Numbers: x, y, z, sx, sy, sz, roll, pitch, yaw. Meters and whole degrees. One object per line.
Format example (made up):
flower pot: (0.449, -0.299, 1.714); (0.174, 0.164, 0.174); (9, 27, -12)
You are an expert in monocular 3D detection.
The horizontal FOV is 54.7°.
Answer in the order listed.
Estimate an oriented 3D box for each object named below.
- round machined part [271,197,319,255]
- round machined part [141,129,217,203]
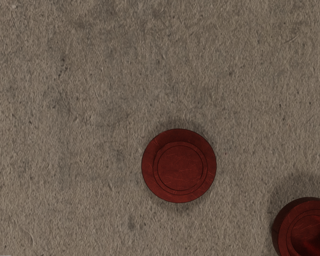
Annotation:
round machined part: (0.194, 0.138, 0.404); (0.099, 0.042, 0.097); (0, 90, -1)
round machined part: (0.025, 0.050, 0.402); (0.099, 0.042, 0.097); (0, 90, -1)
